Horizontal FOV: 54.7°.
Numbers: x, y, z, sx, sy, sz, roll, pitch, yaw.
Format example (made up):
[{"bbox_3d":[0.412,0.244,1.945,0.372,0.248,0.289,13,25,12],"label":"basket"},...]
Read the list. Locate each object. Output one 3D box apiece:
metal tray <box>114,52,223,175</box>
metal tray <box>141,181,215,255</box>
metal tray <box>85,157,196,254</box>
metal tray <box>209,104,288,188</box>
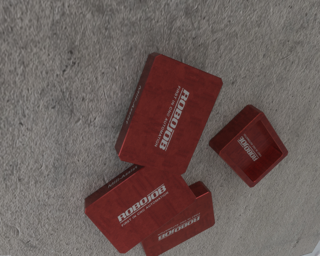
[{"bbox_3d":[0.010,-0.015,0.376,0.091,0.030,0.129,17,101,-22],"label":"metal tray"},{"bbox_3d":[0.025,0.152,0.511,0.131,0.030,0.089,-23,127,-14],"label":"metal tray"},{"bbox_3d":[-0.027,0.101,0.432,0.130,0.030,0.090,-35,109,-5],"label":"metal tray"},{"bbox_3d":[0.148,0.033,0.504,0.090,0.030,0.130,-45,129,3],"label":"metal tray"}]
